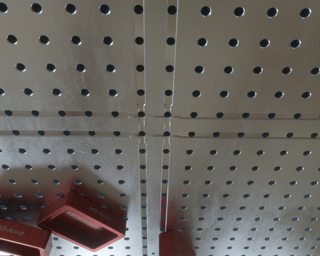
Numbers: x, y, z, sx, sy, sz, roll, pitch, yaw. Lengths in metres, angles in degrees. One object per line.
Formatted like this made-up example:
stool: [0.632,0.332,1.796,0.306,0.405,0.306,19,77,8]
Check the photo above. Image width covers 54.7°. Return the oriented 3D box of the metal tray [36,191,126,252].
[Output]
metal tray: [-0.136,0.170,0.550,0.090,0.030,0.130,-35,123,25]

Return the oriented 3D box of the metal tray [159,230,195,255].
metal tray: [0.039,0.270,0.599,0.030,0.090,0.130,-20,128,16]

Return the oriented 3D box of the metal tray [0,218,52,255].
metal tray: [-0.262,0.197,0.550,0.131,0.030,0.089,16,140,-5]
